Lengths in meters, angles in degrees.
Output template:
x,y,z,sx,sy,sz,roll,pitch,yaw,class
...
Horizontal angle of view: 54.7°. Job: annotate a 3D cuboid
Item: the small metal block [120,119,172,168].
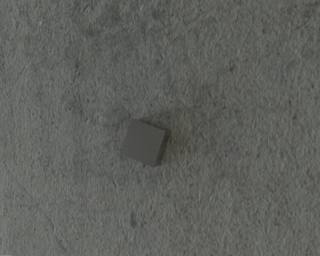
x,y,z,sx,sy,sz,roll,pitch,yaw,class
-0.019,0.019,0.415,0.050,0.025,0.050,20,97,18,small metal block
